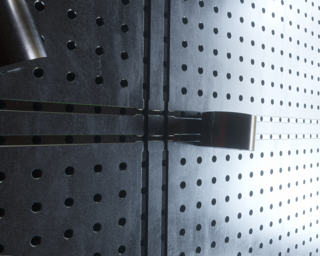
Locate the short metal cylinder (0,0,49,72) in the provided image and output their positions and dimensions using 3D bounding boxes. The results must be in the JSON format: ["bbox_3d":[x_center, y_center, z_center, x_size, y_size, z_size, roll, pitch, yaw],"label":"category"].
[{"bbox_3d":[-0.141,-0.072,0.255,0.081,0.080,0.050,-28,108,-37],"label":"short metal cylinder"}]

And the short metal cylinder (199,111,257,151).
[{"bbox_3d":[0.101,0.006,0.461,0.081,0.080,0.050,9,84,-40],"label":"short metal cylinder"}]
